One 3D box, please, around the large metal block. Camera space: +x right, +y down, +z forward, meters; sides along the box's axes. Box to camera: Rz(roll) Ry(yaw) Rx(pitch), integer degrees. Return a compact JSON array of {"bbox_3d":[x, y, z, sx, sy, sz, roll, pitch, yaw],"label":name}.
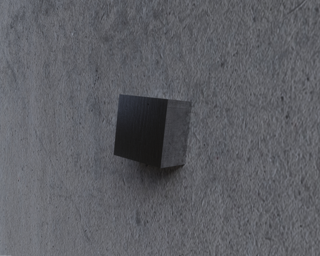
[{"bbox_3d":[-0.010,0.001,0.396,0.080,0.050,0.079,10,97,39],"label":"large metal block"}]
